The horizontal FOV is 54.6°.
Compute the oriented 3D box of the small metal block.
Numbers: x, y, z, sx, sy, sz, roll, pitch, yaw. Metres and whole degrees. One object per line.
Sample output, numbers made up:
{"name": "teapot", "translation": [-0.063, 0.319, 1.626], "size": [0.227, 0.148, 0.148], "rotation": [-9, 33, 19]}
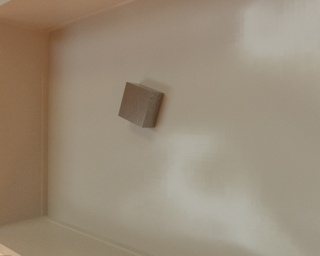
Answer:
{"name": "small metal block", "translation": [-0.027, -0.032, 0.430], "size": [0.050, 0.025, 0.050], "rotation": [26, 106, 37]}
